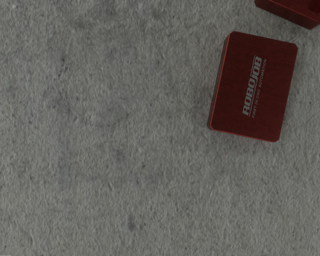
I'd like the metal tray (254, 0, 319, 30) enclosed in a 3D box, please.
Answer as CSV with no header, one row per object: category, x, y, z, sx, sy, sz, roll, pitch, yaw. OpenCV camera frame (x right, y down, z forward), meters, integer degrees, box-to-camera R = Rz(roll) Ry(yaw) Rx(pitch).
metal tray,0.194,-0.209,0.409,0.090,0.030,0.129,24,90,-1

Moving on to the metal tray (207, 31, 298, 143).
metal tray,0.120,-0.053,0.409,0.091,0.030,0.129,12,90,-1
